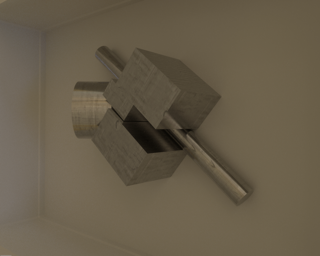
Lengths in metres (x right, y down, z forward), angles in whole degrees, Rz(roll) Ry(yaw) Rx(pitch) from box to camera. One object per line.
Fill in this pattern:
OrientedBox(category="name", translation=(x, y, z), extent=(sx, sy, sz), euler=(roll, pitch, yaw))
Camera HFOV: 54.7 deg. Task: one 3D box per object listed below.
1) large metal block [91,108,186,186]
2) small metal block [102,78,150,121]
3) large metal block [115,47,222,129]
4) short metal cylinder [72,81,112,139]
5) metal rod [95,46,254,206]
OrientedBox(category="large metal block", translation=(-0.024, 0.021, 0.388), extent=(0.080, 0.081, 0.050), euler=(47, 118, 29))
OrientedBox(category="small metal block", translation=(-0.034, -0.034, 0.385), extent=(0.050, 0.050, 0.025), euler=(48, 119, 29))
OrientedBox(category="large metal block", translation=(0.010, -0.044, 0.360), extent=(0.080, 0.081, 0.050), euler=(48, 118, 29))
OrientedBox(category="short metal cylinder", translation=(-0.086, -0.025, 0.430), extent=(0.050, 0.080, 0.079), euler=(1, 91, 0))
OrientedBox(category="metal rod", translation=(0.001, -0.020, 0.403), extent=(0.300, 0.025, 0.025), euler=(47, 118, 29))
